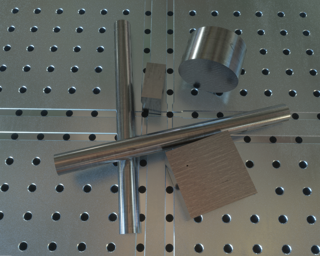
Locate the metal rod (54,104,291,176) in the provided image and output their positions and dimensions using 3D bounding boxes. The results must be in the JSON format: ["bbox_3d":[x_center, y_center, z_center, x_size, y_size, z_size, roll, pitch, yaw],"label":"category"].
[{"bbox_3d":[0.025,0.011,0.388,0.302,0.025,0.025,-12,71,-12],"label":"metal rod"}]

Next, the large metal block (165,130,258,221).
[{"bbox_3d":[0.058,0.059,0.377,0.080,0.050,0.080,-19,71,-7],"label":"large metal block"}]

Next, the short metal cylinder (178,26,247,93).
[{"bbox_3d":[0.070,-0.089,0.416,0.080,0.080,0.050,17,71,6],"label":"short metal cylinder"}]

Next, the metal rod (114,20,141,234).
[{"bbox_3d":[-0.046,-0.015,0.416,0.025,0.025,0.299,-4,70,-2],"label":"metal rod"}]

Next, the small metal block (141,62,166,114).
[{"bbox_3d":[-0.008,-0.052,0.417,0.025,0.050,0.050,7,70,2],"label":"small metal block"}]
